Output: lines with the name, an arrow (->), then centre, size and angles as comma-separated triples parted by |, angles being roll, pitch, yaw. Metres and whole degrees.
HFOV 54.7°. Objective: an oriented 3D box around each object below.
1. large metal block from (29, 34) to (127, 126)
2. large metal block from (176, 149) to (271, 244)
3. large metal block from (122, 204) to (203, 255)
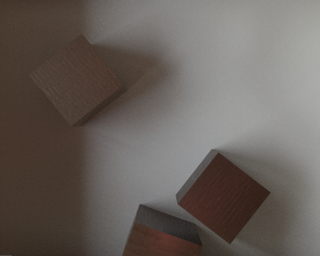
large metal block -> -0.101, -0.058, 0.398 | 0.080, 0.050, 0.080 | -38, 90, 0
large metal block -> 0.078, 0.085, 0.399 | 0.080, 0.050, 0.080 | 38, 90, 0
large metal block -> 0.001, 0.141, 0.384 | 0.080, 0.080, 0.050 | 20, 90, 0
